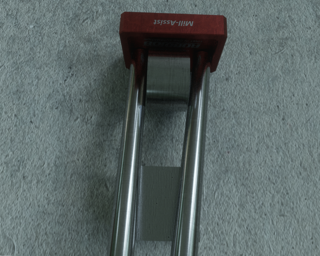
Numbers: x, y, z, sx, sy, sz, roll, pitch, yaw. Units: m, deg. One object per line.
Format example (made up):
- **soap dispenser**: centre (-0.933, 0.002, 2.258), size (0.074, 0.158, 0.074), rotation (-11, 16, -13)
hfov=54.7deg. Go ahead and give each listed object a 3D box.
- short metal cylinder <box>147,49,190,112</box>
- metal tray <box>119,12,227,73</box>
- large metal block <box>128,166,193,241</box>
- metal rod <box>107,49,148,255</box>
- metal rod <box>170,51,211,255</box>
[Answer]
- **short metal cylinder**: centre (0.010, -0.062, 0.403), size (0.050, 0.080, 0.080), rotation (2, 70, 0)
- **metal tray**: centre (0.016, -0.112, 0.416), size (0.131, 0.090, 0.030), rotation (2, 70, 0)
- **large metal block**: centre (0.003, 0.089, 0.361), size (0.081, 0.050, 0.080), rotation (2, 70, 0)
- **metal rod**: centre (-0.033, 0.019, 0.353), size (0.025, 0.025, 0.300), rotation (2, 55, 0)
- **metal rod**: centre (0.039, 0.022, 0.352), size (0.025, 0.025, 0.300), rotation (8, 55, 2)
